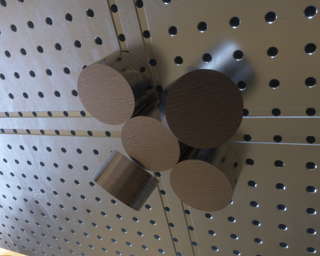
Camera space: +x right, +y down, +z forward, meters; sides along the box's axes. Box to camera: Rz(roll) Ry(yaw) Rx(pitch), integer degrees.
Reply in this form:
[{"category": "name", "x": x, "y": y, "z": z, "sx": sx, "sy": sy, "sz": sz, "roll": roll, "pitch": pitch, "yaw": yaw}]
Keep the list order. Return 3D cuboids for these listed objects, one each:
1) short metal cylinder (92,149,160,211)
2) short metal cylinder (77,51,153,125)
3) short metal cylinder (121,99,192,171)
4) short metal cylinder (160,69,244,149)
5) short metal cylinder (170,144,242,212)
[{"category": "short metal cylinder", "x": -0.047, "y": 0.073, "z": 0.436, "sx": 0.080, "sy": 0.050, "sz": 0.080, "roll": 35, "pitch": 171, "yaw": 7}, {"category": "short metal cylinder", "x": -0.056, "y": -0.050, "z": 0.391, "sx": 0.080, "sy": 0.050, "sz": 0.079, "roll": 13, "pitch": 124, "yaw": 20}, {"category": "short metal cylinder", "x": -0.003, "y": 0.009, "z": 0.400, "sx": 0.080, "sy": 0.050, "sz": 0.079, "roll": 13, "pitch": 124, "yaw": 20}, {"category": "short metal cylinder", "x": 0.042, "y": -0.020, "z": 0.333, "sx": 0.081, "sy": 0.050, "sz": 0.079, "roll": 0, "pitch": 93, "yaw": -7}, {"category": "short metal cylinder", "x": 0.059, "y": 0.060, "z": 0.400, "sx": 0.080, "sy": 0.050, "sz": 0.079, "roll": 13, "pitch": 124, "yaw": 20}]
